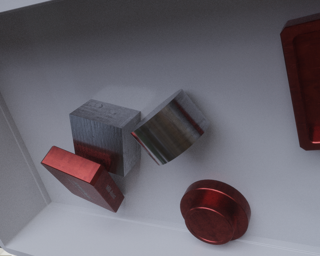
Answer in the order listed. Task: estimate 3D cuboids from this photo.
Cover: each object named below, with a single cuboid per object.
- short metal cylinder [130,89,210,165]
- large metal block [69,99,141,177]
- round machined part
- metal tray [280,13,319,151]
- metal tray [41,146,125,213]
[{"bbox_3d":[0.011,-0.001,0.365,0.080,0.080,0.050,-35,99,38],"label":"short metal cylinder"},{"bbox_3d":[-0.075,0.013,0.438,0.080,0.050,0.079,15,124,19],"label":"large metal block"},{"bbox_3d":[0.073,0.124,0.435,0.098,0.042,0.097,13,124,20],"label":"round machined part"},{"bbox_3d":[0.171,-0.043,0.288,0.090,0.030,0.129,-6,116,30],"label":"metal tray"},{"bbox_3d":[-0.114,0.082,0.477,0.090,0.030,0.130,18,153,19],"label":"metal tray"}]
